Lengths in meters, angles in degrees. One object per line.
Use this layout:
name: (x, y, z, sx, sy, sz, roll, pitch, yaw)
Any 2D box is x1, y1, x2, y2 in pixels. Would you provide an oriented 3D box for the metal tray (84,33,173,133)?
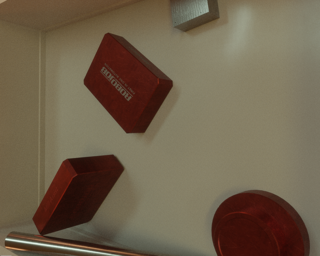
metal tray: (-0.051, -0.065, 0.443, 0.130, 0.030, 0.089, 46, 117, 30)

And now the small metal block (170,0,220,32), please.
small metal block: (0.040, -0.151, 0.372, 0.050, 0.025, 0.050, -11, 83, 39)

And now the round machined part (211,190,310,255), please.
round machined part: (0.095, 0.115, 0.316, 0.098, 0.042, 0.097, 0, 90, 39)

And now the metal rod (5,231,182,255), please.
metal rod: (-0.072, 0.163, 0.398, 0.301, 0.025, 0.025, 1, 90, 19)

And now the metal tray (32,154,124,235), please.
metal tray: (-0.122, 0.098, 0.461, 0.030, 0.091, 0.129, 49, 118, 29)
